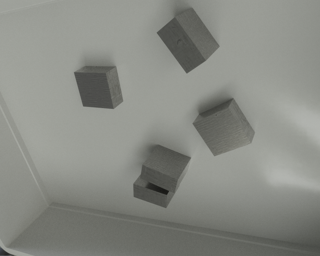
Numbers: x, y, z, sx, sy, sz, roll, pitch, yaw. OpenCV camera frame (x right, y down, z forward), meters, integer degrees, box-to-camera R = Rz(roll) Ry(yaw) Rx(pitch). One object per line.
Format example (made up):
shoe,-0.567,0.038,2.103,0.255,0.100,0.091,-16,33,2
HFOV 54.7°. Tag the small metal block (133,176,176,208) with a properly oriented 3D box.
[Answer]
small metal block,-0.004,0.081,0.443,0.050,0.050,0.025,15,124,19

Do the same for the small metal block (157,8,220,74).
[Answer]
small metal block,0.031,-0.091,0.319,0.025,0.050,0.050,-31,102,37

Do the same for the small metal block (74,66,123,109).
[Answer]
small metal block,-0.082,-0.055,0.416,0.050,0.025,0.050,6,121,24

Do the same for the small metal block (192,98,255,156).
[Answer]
small metal block,0.076,0.000,0.368,0.050,0.025,0.050,-26,105,36

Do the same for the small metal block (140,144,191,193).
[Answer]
small metal block,0.008,0.054,0.420,0.050,0.050,0.025,21,126,15
